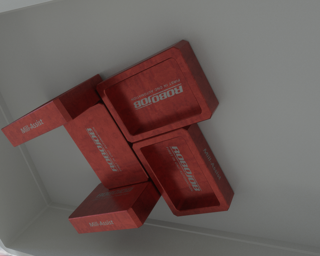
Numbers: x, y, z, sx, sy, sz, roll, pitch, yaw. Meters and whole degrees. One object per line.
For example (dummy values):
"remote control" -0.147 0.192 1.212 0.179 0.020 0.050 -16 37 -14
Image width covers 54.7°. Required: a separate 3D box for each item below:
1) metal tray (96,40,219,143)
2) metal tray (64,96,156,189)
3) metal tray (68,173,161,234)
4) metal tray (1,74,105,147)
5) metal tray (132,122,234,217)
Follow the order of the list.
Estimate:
"metal tray" -0.006 -0.039 0.381 0.130 0.030 0.090 -18 109 34
"metal tray" -0.074 0.024 0.454 0.090 0.030 0.130 -19 109 35
"metal tray" -0.063 0.111 0.463 0.130 0.090 0.030 -18 109 35
"metal tray" -0.141 -0.023 0.420 0.130 0.090 0.030 -19 108 35
"metal tray" 0.032 0.058 0.421 0.090 0.030 0.130 -19 109 35
